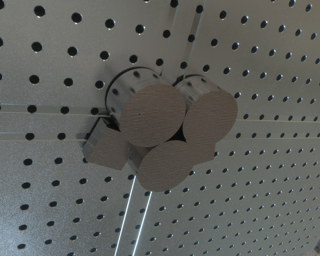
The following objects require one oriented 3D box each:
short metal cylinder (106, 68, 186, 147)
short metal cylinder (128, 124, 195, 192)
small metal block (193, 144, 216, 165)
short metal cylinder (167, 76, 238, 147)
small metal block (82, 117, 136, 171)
[{"bbox_3d":[-0.017,-0.024,0.366,0.081,0.050,0.079,-14,124,-21],"label":"short metal cylinder"},{"bbox_3d":[-0.001,0.038,0.414,0.081,0.050,0.079,-14,124,-21],"label":"short metal cylinder"},{"bbox_3d":[0.053,0.026,0.452,0.050,0.025,0.050,-13,124,-21],"label":"small metal block"},{"bbox_3d":[0.053,-0.022,0.406,0.081,0.050,0.079,-14,124,-21],"label":"short metal cylinder"},{"bbox_3d":[-0.061,0.021,0.387,0.050,0.025,0.050,23,106,-37],"label":"small metal block"}]
